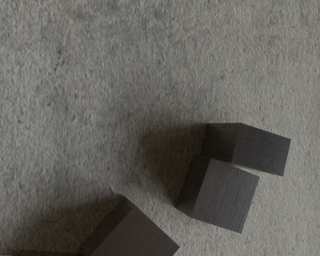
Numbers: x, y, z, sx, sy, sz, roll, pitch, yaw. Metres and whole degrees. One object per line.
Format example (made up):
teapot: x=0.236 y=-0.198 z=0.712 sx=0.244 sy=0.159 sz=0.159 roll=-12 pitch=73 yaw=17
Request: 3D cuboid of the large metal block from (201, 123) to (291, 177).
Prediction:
large metal block: x=0.114 y=0.028 z=0.424 sx=0.081 sy=0.080 sz=0.050 roll=16 pitch=85 yaw=-20

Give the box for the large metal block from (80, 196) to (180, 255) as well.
large metal block: x=-0.037 y=0.146 z=0.383 sx=0.080 sy=0.050 sz=0.080 roll=47 pitch=75 yaw=-15

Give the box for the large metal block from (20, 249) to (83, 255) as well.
large metal block: x=-0.125 y=0.190 z=0.350 sx=0.081 sy=0.050 sz=0.080 roll=13 pitch=86 yaw=-20

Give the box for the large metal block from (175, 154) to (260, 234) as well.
large metal block: x=0.078 y=0.089 z=0.426 sx=0.080 sy=0.050 sz=0.080 roll=23 pitch=82 yaw=-19
